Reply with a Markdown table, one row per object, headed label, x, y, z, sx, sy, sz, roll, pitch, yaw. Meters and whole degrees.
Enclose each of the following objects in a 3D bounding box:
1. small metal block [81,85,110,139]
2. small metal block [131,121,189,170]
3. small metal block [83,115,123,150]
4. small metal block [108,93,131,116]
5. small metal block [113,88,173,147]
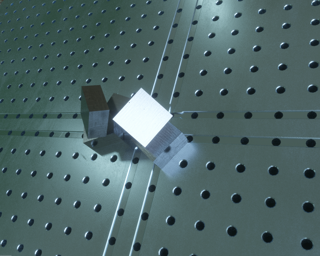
| label | x | y | z | sx | sy | sz | roll | pitch | yaw |
| --- | --- | --- | --- | --- | --- | --- | --- | --- | --- |
| small metal block | -0.088 | -0.022 | 0.414 | 0.025 | 0.050 | 0.050 | -7 | 49 | -22 |
| small metal block | 0.000 | 0.016 | 0.398 | 0.050 | 0.025 | 0.050 | -46 | 51 | -4 |
| small metal block | -0.082 | -0.001 | 0.451 | 0.050 | 0.025 | 0.050 | -18 | 55 | 17 |
| small metal block | -0.039 | -0.019 | 0.423 | 0.050 | 0.050 | 0.025 | 20 | 73 | 35 |
| small metal block | -0.022 | -0.012 | 0.376 | 0.050 | 0.025 | 0.050 | 42 | 83 | -6 |
